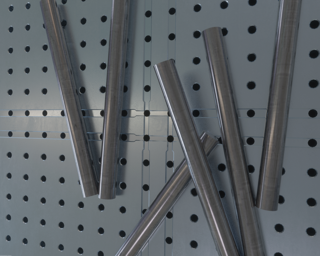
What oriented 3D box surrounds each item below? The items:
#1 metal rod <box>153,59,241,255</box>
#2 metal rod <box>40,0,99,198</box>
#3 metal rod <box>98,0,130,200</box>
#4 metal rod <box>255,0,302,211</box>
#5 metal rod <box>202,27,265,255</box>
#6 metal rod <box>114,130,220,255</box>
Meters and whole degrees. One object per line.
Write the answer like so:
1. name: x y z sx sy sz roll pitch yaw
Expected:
1. metal rod: 0.053 0.065 0.371 0.025 0.025 0.299 -18 92 19
2. metal rod: -0.134 -0.047 0.460 0.025 0.025 0.299 -16 85 19
3. metal rod: -0.064 -0.051 0.435 0.025 0.025 0.298 5 92 20
4. metal rod: 0.141 -0.054 0.362 0.025 0.025 0.298 7 92 20
5. metal rod: 0.091 0.025 0.380 0.025 0.025 0.299 -11 86 20
6. metal rod: -0.017 0.131 0.419 0.025 0.025 0.299 37 102 16
